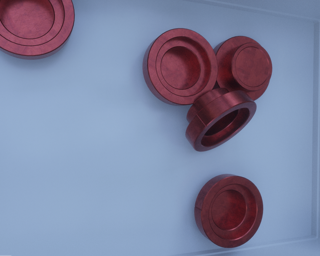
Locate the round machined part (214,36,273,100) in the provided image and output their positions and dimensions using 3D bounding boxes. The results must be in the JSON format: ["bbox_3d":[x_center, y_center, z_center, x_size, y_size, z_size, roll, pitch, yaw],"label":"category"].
[{"bbox_3d":[0.122,-0.085,0.448,0.099,0.042,0.097,0,90,-21],"label":"round machined part"}]

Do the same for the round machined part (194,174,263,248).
[{"bbox_3d":[0.092,0.113,0.437,0.099,0.042,0.097,0,90,-21],"label":"round machined part"}]

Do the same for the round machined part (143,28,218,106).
[{"bbox_3d":[0.024,-0.078,0.411,0.099,0.042,0.097,0,90,-20],"label":"round machined part"}]

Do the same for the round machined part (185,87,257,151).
[{"bbox_3d":[0.075,-0.015,0.411,0.099,0.097,0.042,-24,62,-19],"label":"round machined part"}]

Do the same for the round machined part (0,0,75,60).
[{"bbox_3d":[-0.148,-0.125,0.347,0.099,0.042,0.097,0,90,-21],"label":"round machined part"}]
